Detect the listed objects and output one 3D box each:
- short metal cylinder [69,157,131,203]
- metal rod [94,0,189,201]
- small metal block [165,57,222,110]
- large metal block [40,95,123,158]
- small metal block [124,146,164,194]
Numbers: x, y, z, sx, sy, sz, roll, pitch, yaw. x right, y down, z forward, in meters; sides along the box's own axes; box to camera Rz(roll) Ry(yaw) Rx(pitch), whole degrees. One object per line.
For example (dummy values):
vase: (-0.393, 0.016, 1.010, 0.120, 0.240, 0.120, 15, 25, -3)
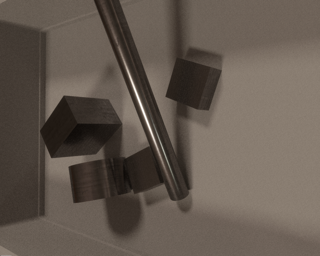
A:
short metal cylinder: (-0.085, 0.073, 0.438, 0.080, 0.081, 0.050, -17, 79, 38)
metal rod: (-0.025, -0.051, 0.348, 0.025, 0.025, 0.298, -7, 110, 39)
small metal block: (0.040, -0.053, 0.373, 0.050, 0.025, 0.050, 26, 106, 36)
large metal block: (-0.118, -0.001, 0.466, 0.080, 0.081, 0.050, -46, 63, 30)
small metal block: (-0.017, 0.056, 0.419, 0.050, 0.025, 0.050, -29, 72, 36)
